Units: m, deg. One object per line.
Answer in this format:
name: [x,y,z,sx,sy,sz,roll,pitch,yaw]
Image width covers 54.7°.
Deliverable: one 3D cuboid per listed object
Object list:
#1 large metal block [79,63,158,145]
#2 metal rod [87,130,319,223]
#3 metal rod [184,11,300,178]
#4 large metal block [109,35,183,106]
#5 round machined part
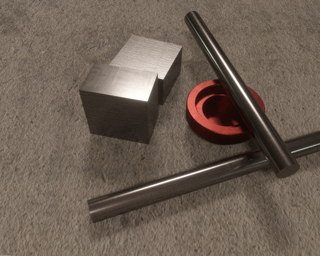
large metal block: [-0.047,-0.030,0.392,0.080,0.080,0.050,10,51,8]
metal rod: [0.069,0.051,0.361,0.302,0.025,0.025,-15,52,-13]
metal rod: [0.090,-0.067,0.405,0.025,0.025,0.300,-11,51,-10]
large metal block: [-0.019,-0.088,0.461,0.080,0.050,0.080,17,52,13]
round machined part: [0.083,-0.016,0.407,0.099,0.042,0.098,0,50,0]
